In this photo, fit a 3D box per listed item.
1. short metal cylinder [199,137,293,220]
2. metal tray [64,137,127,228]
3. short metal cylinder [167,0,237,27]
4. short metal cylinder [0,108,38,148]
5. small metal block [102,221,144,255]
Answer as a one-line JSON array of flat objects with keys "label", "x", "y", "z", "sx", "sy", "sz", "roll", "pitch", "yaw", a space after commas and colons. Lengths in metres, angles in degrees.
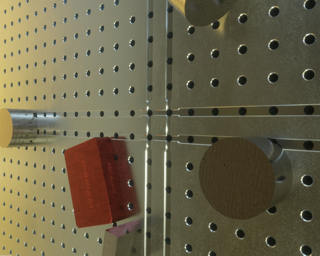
[{"label": "short metal cylinder", "x": 0.088, "y": 0.049, "z": 0.320, "sx": 0.080, "sy": 0.050, "sz": 0.080, "roll": 0, "pitch": 90, "yaw": 40}, {"label": "metal tray", "x": -0.106, "y": 0.087, "z": 0.494, "sx": 0.090, "sy": 0.030, "sz": 0.129, "roll": -21, "pitch": 77, "yaw": 38}, {"label": "short metal cylinder", "x": 0.046, "y": -0.159, "z": 0.336, "sx": 0.080, "sy": 0.081, "sz": 0.050, "roll": -51, "pitch": 60, "yaw": 28}, {"label": "short metal cylinder", "x": -0.298, "y": 0.000, "z": 0.639, "sx": 0.080, "sy": 0.050, "sz": 0.080, "roll": 0, "pitch": 90, "yaw": 40}, {"label": "small metal block", "x": -0.053, "y": 0.166, "z": 0.437, "sx": 0.025, "sy": 0.050, "sz": 0.050, "roll": 13, "pitch": 98, "yaw": 39}]
